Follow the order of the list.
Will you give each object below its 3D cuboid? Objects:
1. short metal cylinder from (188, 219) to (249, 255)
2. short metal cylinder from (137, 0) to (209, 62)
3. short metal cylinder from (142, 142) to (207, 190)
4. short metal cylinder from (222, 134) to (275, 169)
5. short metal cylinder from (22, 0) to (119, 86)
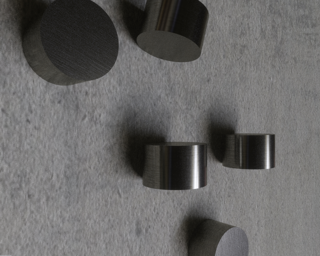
[{"bbox_3d":[0.089,0.184,0.466,0.081,0.050,0.079,0,90,-40],"label":"short metal cylinder"},{"bbox_3d":[0.016,-0.122,0.384,0.080,0.080,0.050,21,77,-38],"label":"short metal cylinder"},{"bbox_3d":[0.018,0.044,0.387,0.081,0.080,0.050,-1,91,-40],"label":"short metal cylinder"},{"bbox_3d":[0.139,0.035,0.489,0.081,0.080,0.050,-1,91,-40],"label":"short metal cylinder"},{"bbox_3d":[-0.090,-0.085,0.314,0.081,0.050,0.079,0,90,-40],"label":"short metal cylinder"}]
